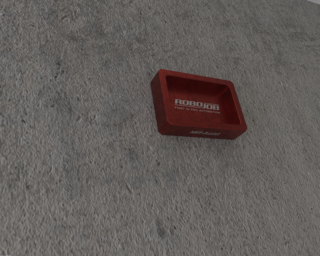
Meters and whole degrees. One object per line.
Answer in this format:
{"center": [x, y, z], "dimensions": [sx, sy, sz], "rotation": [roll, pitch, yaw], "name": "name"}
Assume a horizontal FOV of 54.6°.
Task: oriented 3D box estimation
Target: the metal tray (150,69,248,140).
{"center": [0.056, -0.032, 0.449], "dimensions": [0.131, 0.030, 0.090], "rotation": [5, 60, -26], "name": "metal tray"}
